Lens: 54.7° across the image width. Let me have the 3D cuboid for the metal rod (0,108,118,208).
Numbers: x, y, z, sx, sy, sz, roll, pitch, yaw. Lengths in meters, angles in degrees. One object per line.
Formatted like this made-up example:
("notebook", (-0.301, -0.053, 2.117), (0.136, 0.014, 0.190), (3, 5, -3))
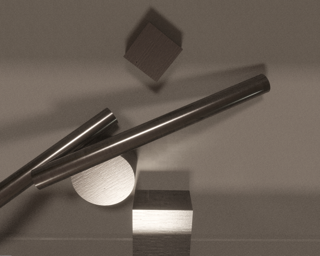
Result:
("metal rod", (-0.179, 0.072, 0.371), (0.301, 0.025, 0.025), (-37, 108, -13))

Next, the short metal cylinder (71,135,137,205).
("short metal cylinder", (-0.073, 0.056, 0.418), (0.081, 0.050, 0.079), (0, 110, -1))

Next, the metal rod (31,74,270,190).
("metal rod", (-0.005, 0.001, 0.376), (0.302, 0.025, 0.025), (-23, 109, -7))

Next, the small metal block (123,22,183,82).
("small metal block", (-0.008, -0.093, 0.377), (0.050, 0.025, 0.050), (36, 106, -13))

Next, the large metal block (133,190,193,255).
("large metal block", (0.003, 0.138, 0.449), (0.081, 0.050, 0.079), (1, 110, -1))
